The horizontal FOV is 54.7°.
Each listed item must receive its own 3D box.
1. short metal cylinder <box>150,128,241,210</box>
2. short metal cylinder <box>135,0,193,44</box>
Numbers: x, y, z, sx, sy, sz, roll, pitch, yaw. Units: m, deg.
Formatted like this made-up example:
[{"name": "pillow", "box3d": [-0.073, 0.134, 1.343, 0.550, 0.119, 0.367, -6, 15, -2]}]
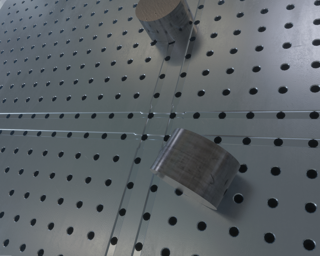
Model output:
[{"name": "short metal cylinder", "box3d": [0.036, 0.043, 0.327, 0.080, 0.080, 0.050, 23, 74, 36]}, {"name": "short metal cylinder", "box3d": [0.008, -0.184, 0.501, 0.080, 0.050, 0.080, -13, 56, 21]}]
